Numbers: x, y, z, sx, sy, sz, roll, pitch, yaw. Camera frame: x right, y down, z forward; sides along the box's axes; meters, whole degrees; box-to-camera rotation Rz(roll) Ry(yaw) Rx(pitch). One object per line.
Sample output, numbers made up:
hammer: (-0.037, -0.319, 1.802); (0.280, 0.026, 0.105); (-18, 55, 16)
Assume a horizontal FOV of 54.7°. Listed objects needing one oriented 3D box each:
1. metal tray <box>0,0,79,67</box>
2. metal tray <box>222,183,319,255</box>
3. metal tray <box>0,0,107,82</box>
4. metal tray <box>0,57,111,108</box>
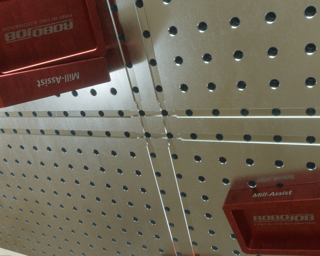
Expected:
metal tray: (-0.180, -0.137, 0.415); (0.090, 0.030, 0.130); (-29, 103, 37)
metal tray: (0.158, 0.120, 0.398); (0.130, 0.030, 0.090); (-14, 112, 33)
metal tray: (-0.135, -0.113, 0.349); (0.030, 0.131, 0.089); (37, 143, 55)
metal tray: (-0.136, -0.054, 0.363); (0.090, 0.131, 0.030); (5, 111, 49)
